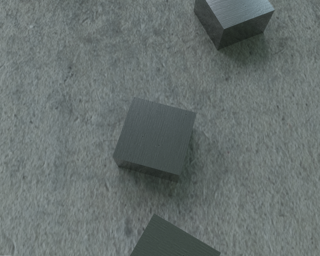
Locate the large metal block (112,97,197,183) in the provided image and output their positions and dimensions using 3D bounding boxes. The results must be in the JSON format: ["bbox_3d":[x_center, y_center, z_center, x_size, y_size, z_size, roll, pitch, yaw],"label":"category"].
[{"bbox_3d":[-0.005,0.016,0.389,0.080,0.050,0.080,15,71,5],"label":"large metal block"}]

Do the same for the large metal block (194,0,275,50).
[{"bbox_3d":[0.107,-0.175,0.460,0.080,0.050,0.080,-23,72,-9],"label":"large metal block"}]

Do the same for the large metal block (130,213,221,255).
[{"bbox_3d":[0.008,0.152,0.340,0.080,0.050,0.080,28,72,9],"label":"large metal block"}]
